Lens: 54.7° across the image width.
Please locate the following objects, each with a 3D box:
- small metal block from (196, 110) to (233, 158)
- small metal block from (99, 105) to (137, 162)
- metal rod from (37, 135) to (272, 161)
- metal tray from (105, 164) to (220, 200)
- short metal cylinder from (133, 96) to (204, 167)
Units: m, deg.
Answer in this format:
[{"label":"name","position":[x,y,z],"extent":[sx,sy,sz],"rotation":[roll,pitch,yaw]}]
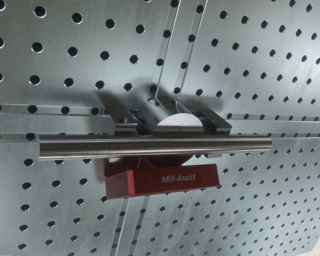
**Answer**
[{"label":"small metal block","position":[0.070,0.008,0.438],"extent":[0.025,0.050,0.050],"rotation":[-1,119,-28]},{"label":"small metal block","position":[-0.052,0.005,0.370],"extent":[0.025,0.050,0.050],"rotation":[-1,119,-28]},{"label":"metal rod","position":[0.016,0.020,0.368],"extent":[0.303,0.025,0.025],"rotation":[1,118,-28]},{"label":"metal tray","position":[0.002,0.073,0.418],"extent":[0.131,0.090,0.030],"rotation":[0,75,-29]},{"label":"short metal cylinder","position":[0.009,0.005,0.403],"extent":[0.081,0.050,0.079],"rotation":[-14,124,-21]}]
